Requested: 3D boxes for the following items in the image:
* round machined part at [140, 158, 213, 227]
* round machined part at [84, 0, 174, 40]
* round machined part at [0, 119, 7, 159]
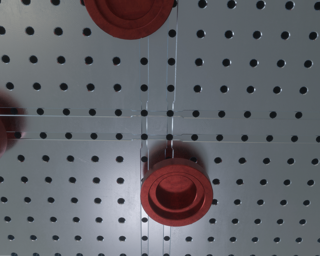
[{"bbox_3d":[0.023,0.086,0.436,0.099,0.042,0.097,0,110,0],"label":"round machined part"},{"bbox_3d":[-0.033,-0.151,0.348,0.099,0.042,0.097,0,110,0],"label":"round machined part"},{"bbox_3d":[-0.249,0.008,0.405,0.099,0.042,0.097,0,110,0],"label":"round machined part"}]
